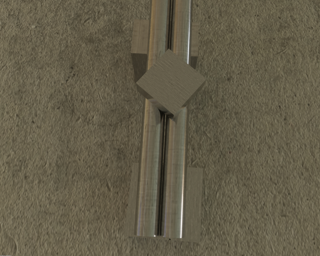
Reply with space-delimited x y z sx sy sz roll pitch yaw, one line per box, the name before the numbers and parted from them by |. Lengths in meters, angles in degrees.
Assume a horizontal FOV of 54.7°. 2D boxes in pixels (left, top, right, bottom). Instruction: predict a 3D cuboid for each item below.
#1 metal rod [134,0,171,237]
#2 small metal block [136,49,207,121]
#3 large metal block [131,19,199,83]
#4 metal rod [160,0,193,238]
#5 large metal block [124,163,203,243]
metal rod | -0.005 -0.037 0.346 0.025 0.025 0.299 3 77 1
small metal block | 0.011 -0.045 0.322 0.050 0.025 0.050 41 80 7
large metal block | 0.007 -0.098 0.416 0.080 0.080 0.050 3 70 1
metal rod | 0.021 -0.036 0.345 0.025 0.025 0.299 3 77 1
large metal block | 0.006 0.088 0.363 0.080 0.050 0.080 5 70 1
